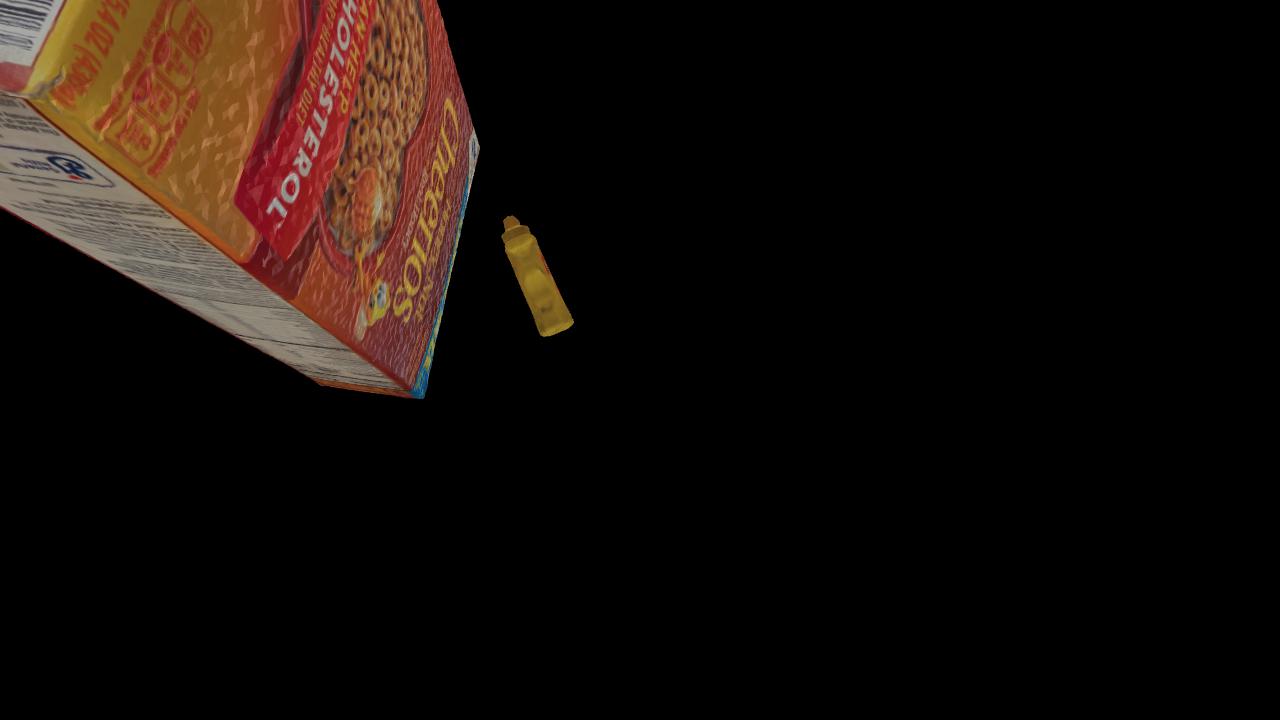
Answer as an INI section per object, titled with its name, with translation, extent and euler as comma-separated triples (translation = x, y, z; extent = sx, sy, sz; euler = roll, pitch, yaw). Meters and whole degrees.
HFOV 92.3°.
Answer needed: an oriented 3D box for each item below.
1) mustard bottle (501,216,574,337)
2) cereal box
[mustard bottle]
translation = -0.158, -0.127, 0.908
extent = 0.054, 0.184, 0.092
euler = -24, 0, 3
[cereal box]
translation = -0.154, -0.112, 0.296
extent = 0.081, 0.203, 0.306
euler = 8, -17, -1
